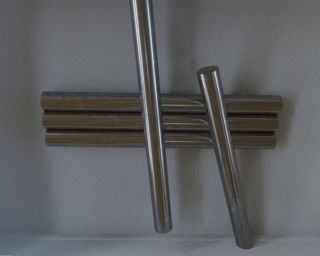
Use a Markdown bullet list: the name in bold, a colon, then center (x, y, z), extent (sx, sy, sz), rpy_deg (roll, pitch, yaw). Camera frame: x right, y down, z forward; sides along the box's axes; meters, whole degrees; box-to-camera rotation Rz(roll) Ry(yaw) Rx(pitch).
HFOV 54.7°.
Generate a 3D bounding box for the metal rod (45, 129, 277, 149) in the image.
- **metal rod**: center (0.002, 0.014, 0.415), extent (0.302, 0.025, 0.025), rpy_deg (1, 110, -1)

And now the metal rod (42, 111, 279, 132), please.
- **metal rod**: center (0.002, -0.009, 0.407), extent (0.302, 0.025, 0.025), rpy_deg (1, 110, -1)

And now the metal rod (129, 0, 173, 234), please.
- **metal rod**: center (-0.008, 0.001, 0.383), extent (0.025, 0.025, 0.298), rpy_deg (-5, 110, 1)

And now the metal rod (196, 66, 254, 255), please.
- **metal rod**: center (0.093, 0.062, 0.413), extent (0.025, 0.025, 0.298), rpy_deg (-15, 117, 5)

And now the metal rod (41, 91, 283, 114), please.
- **metal rod**: center (0.003, -0.032, 0.398), extent (0.302, 0.025, 0.025), rpy_deg (1, 110, -1)
